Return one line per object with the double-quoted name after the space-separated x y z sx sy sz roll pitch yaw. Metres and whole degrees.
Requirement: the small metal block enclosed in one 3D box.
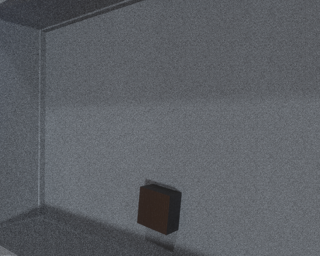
-0.001 0.105 0.406 0.050 0.025 0.050 8 95 39 "small metal block"
